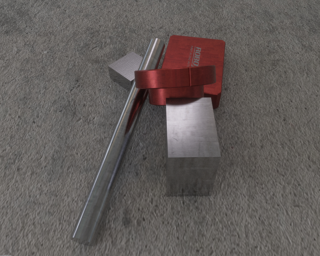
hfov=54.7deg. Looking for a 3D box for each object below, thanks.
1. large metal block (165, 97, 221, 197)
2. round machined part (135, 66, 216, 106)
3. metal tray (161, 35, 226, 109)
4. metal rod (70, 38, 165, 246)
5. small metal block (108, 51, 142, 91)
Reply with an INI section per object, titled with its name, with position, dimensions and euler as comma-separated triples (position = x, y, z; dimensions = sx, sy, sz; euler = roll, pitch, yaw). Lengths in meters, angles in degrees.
[large metal block]
position = 0.032, 0.022, 0.349
dimensions = 0.050, 0.080, 0.080
euler = -1, 50, -1
[round machined part]
position = 0.019, -0.053, 0.382
dimensions = 0.099, 0.042, 0.098
euler = -4, 11, 1
[metal tray]
position = 0.050, -0.090, 0.476
dimensions = 0.090, 0.030, 0.130
euler = 8, 50, 6
[metal rod]
position = -0.041, -0.007, 0.390
dimensions = 0.025, 0.025, 0.300
euler = 11, 56, 9
[small metal block]
position = -0.043, -0.086, 0.475
dimensions = 0.050, 0.025, 0.050
euler = 36, 59, 26
